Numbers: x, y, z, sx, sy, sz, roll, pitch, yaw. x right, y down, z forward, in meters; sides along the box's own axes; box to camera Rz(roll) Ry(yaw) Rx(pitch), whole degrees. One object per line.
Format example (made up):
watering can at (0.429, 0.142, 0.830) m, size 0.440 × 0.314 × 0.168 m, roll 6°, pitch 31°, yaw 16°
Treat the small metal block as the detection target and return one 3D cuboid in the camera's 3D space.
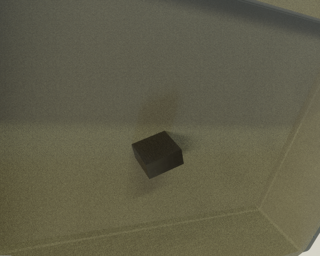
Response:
small metal block at (-0.004, 0.035, 0.414) m, size 0.050 × 0.050 × 0.025 m, roll -22°, pitch 127°, yaw -16°
